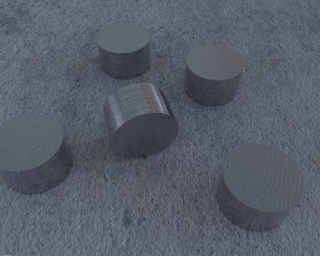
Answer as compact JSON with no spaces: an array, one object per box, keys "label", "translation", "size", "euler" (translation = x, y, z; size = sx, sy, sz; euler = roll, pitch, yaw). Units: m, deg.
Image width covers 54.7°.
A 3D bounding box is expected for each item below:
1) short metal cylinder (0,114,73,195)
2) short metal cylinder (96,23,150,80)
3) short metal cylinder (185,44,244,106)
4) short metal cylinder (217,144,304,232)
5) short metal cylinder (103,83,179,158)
[{"label":"short metal cylinder","translation":[-0.148,0.030,0.361],"size":[0.080,0.050,0.080],"euler":[0,50,0]},{"label":"short metal cylinder","translation":[-0.056,-0.122,0.489],"size":[0.080,0.050,0.080],"euler":[0,50,0]},{"label":"short metal cylinder","translation":[0.077,-0.077,0.452],"size":[0.080,0.050,0.080],"euler":[0,50,0]},{"label":"short metal cylinder","translation":[0.105,0.064,0.334],"size":[0.080,0.050,0.080],"euler":[0,50,0]},{"label":"short metal cylinder","translation":[-0.023,-0.008,0.374],"size":[0.081,0.080,0.050],"euler":[-13,52,-11]}]
